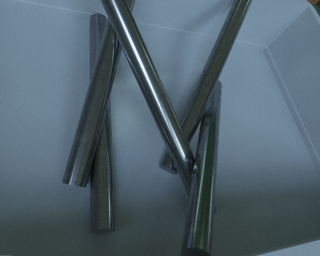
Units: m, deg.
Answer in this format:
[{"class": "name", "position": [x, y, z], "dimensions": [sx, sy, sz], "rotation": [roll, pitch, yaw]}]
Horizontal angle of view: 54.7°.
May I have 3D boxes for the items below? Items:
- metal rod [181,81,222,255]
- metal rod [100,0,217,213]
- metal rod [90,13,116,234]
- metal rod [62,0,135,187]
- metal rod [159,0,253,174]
[{"class": "metal rod", "position": [0.058, 0.019, 0.374], "dimensions": [0.025, 0.025, 0.301], "rotation": [30, 36, -9]}, {"class": "metal rod", "position": [-0.003, -0.032, 0.348], "dimensions": [0.025, 0.025, 0.299], "rotation": [-33, 104, -38]}, {"class": "metal rod", "position": [-0.073, -0.027, 0.382], "dimensions": [0.025, 0.025, 0.299], "rotation": [7, 59, -25]}, {"class": "metal rod", "position": [-0.057, -0.084, 0.350], "dimensions": [0.025, 0.025, 0.299], "rotation": [17, 79, -19]}, {"class": "metal rod", "position": [0.071, -0.077, 0.428], "dimensions": [0.025, 0.025, 0.300], "rotation": [29, 72, -10]}]
